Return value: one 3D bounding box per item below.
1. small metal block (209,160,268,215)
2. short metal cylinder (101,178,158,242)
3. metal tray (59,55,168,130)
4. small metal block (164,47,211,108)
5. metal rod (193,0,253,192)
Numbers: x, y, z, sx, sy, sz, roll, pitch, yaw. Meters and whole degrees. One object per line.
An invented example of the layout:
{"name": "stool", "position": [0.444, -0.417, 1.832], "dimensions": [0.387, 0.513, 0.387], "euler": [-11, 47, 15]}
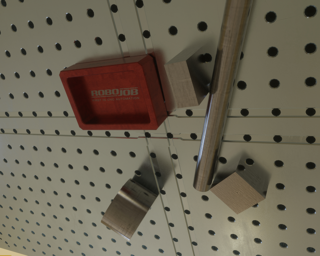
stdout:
{"name": "small metal block", "position": [0.103, 0.078, 0.405], "dimensions": [0.050, 0.025, 0.050], "euler": [42, 129, -1]}
{"name": "short metal cylinder", "position": [-0.046, 0.124, 0.475], "dimensions": [0.050, 0.080, 0.079], "euler": [32, 128, 7]}
{"name": "metal tray", "position": [-0.062, -0.043, 0.412], "dimensions": [0.130, 0.030, 0.089], "euler": [0, 118, 28]}
{"name": "small metal block", "position": [0.033, -0.056, 0.342], "dimensions": [0.025, 0.050, 0.050], "euler": [-5, 116, 30]}
{"name": "metal rod", "position": [0.069, -0.044, 0.346], "dimensions": [0.025, 0.025, 0.298], "euler": [17, 125, 18]}
